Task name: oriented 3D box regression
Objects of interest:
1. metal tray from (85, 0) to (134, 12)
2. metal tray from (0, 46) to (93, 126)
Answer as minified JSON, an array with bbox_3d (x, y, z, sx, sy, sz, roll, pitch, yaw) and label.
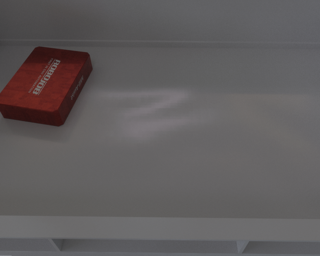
[{"bbox_3d":[-0.124,-0.300,0.655,0.091,0.030,0.130,-29,56,-22],"label":"metal tray"},{"bbox_3d":[-0.165,-0.066,0.456,0.090,0.030,0.130,9,50,7],"label":"metal tray"}]
